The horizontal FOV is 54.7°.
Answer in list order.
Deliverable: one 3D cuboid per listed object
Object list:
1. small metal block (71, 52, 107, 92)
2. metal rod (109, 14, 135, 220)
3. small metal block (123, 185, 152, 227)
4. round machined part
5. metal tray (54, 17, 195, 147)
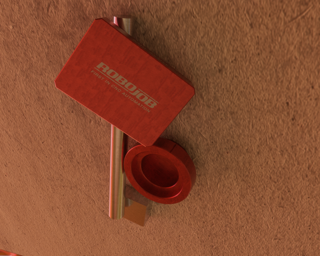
[{"bbox_3d":[-0.088,-0.068,0.391,0.025,0.050,0.050,-36,101,-3],"label":"small metal block"},{"bbox_3d":[-0.054,0.005,0.419,0.025,0.025,0.298,16,120,18],"label":"metal rod"},{"bbox_3d":[-0.041,0.126,0.505,0.050,0.025,0.050,20,126,16],"label":"small metal block"},{"bbox_3d":[0.004,0.053,0.426,0.098,0.042,0.097,13,124,20],"label":"round machined part"},{"bbox_3d":[-0.038,-0.049,0.351,0.130,0.030,0.090,35,107,-14],"label":"metal tray"}]
